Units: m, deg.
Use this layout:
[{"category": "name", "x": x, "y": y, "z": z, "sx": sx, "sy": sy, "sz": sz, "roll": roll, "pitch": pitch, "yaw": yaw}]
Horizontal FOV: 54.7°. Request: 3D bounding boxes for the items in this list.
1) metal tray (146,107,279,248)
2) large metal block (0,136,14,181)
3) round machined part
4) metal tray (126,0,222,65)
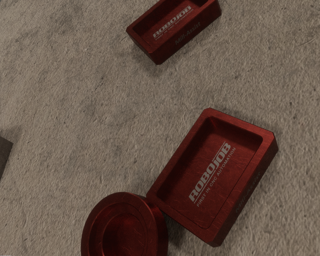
[{"category": "metal tray", "x": 0.057, "y": 0.049, "z": 0.340, "sx": 0.090, "sy": 0.030, "sz": 0.130, "roll": 27, "pitch": 76, "yaw": 36}, {"category": "large metal block", "x": -0.302, "y": 0.055, "z": 0.510, "sx": 0.080, "sy": 0.050, "sz": 0.080, "roll": -9, "pitch": 58, "yaw": 23}, {"category": "round machined part", "x": -0.033, "y": 0.120, "z": 0.328, "sx": 0.098, "sy": 0.042, "sz": 0.098, "roll": -13, "pitch": 65, "yaw": 29}, {"category": "metal tray", "x": 0.019, "y": -0.170, "z": 0.492, "sx": 0.130, "sy": 0.030, "sz": 0.090, "roll": -39, "pitch": 51, "yaw": 1}]
